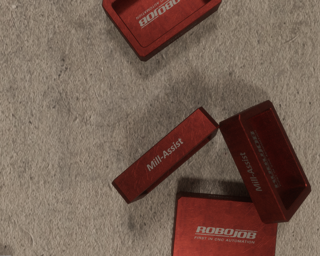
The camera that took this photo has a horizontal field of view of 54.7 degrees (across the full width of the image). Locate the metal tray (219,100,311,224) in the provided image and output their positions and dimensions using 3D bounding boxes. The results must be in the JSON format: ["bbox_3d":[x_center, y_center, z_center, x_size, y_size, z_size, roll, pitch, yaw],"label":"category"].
[{"bbox_3d":[0.131,0.037,0.379,0.091,0.030,0.129,-22,87,-45],"label":"metal tray"}]

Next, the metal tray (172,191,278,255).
[{"bbox_3d":[0.084,0.136,0.409,0.131,0.030,0.089,5,90,-1],"label":"metal tray"}]

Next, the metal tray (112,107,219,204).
[{"bbox_3d":[0.011,0.035,0.375,0.130,0.090,0.030,-41,79,0],"label":"metal tray"}]

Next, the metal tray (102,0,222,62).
[{"bbox_3d":[0.003,-0.161,0.407,0.130,0.030,0.090,-36,90,-1],"label":"metal tray"}]
